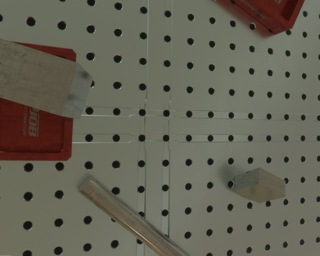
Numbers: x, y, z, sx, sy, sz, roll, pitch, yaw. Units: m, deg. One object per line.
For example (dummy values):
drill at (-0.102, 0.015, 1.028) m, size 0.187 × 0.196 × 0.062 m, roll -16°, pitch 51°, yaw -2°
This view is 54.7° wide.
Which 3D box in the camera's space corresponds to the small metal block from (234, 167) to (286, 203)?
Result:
small metal block at (0.145, 0.085, 0.452) m, size 0.050 × 0.050 × 0.025 m, roll 27°, pitch 56°, yaw -19°

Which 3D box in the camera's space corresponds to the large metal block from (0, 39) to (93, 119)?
large metal block at (-0.120, -0.046, 0.313) m, size 0.080 × 0.080 × 0.050 m, roll 17°, pitch 89°, yaw -3°

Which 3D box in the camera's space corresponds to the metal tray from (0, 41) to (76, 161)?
metal tray at (-0.147, -0.029, 0.355) m, size 0.091 × 0.030 × 0.129 m, roll 3°, pitch 89°, yaw -21°

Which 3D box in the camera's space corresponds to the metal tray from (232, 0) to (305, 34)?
metal tray at (0.160, -0.217, 0.470) m, size 0.131 × 0.030 × 0.090 m, roll 29°, pitch 80°, yaw -18°

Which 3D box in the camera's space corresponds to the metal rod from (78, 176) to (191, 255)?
metal rod at (0.014, 0.167, 0.419) m, size 0.300 × 0.025 × 0.025 m, roll 43°, pitch 76°, yaw -15°
